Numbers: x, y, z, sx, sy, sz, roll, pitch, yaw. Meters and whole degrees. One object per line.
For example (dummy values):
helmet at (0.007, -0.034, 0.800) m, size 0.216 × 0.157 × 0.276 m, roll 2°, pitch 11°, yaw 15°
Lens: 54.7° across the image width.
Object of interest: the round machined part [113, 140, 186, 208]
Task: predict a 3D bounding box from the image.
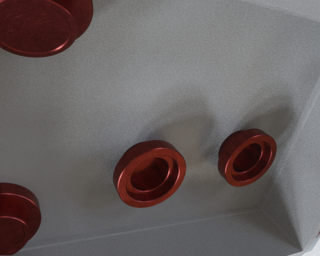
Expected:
round machined part at (-0.017, 0.058, 0.424) m, size 0.099 × 0.042 × 0.097 m, roll -14°, pitch 124°, yaw -21°

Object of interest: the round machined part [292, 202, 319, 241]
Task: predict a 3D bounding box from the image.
round machined part at (0.350, 0.213, 0.723) m, size 0.099 × 0.042 × 0.097 m, roll -14°, pitch 124°, yaw -21°

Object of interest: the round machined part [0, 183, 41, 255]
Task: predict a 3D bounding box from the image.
round machined part at (-0.192, 0.116, 0.365) m, size 0.099 × 0.042 × 0.097 m, roll -14°, pitch 124°, yaw -21°

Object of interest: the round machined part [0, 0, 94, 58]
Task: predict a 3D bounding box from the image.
round machined part at (-0.104, -0.095, 0.252) m, size 0.099 × 0.042 × 0.098 m, roll -11°, pitch 157°, yaw -5°

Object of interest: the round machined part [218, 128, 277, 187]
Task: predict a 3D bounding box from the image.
round machined part at (0.134, 0.043, 0.497) m, size 0.099 × 0.042 × 0.097 m, roll -14°, pitch 124°, yaw -21°
